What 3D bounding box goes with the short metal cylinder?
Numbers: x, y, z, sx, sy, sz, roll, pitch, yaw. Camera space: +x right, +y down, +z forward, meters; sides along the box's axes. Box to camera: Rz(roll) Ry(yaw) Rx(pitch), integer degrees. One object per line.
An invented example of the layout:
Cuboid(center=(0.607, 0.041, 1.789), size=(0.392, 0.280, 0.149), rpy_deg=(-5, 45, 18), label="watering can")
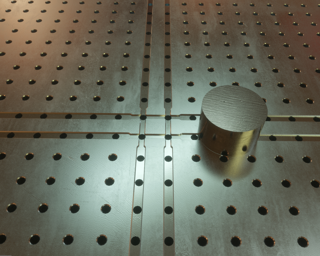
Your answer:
Cuboid(center=(0.092, -0.010, 0.401), size=(0.081, 0.050, 0.080), rpy_deg=(0, 50, 0), label="short metal cylinder")
